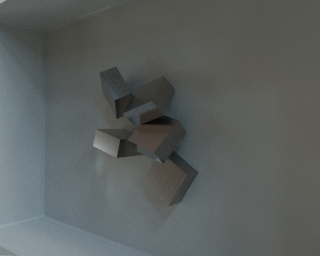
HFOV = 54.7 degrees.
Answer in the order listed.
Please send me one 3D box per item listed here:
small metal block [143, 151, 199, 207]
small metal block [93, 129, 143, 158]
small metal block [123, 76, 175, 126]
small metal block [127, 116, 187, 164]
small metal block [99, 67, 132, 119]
[{"bbox_3d":[0.013,0.062,0.394,0.050,0.025,0.050,41,115,32],"label":"small metal block"},{"bbox_3d":[-0.056,0.020,0.435,0.050,0.050,0.025,20,103,38],"label":"small metal block"},{"bbox_3d":[-0.014,-0.034,0.399,0.050,0.025,0.050,-19,35,38],"label":"small metal block"},{"bbox_3d":[-0.004,0.011,0.388,0.050,0.025,0.050,20,65,44],"label":"small metal block"},{"bbox_3d":[-0.062,-0.049,0.438,0.050,0.025,0.050,59,162,23],"label":"small metal block"}]
